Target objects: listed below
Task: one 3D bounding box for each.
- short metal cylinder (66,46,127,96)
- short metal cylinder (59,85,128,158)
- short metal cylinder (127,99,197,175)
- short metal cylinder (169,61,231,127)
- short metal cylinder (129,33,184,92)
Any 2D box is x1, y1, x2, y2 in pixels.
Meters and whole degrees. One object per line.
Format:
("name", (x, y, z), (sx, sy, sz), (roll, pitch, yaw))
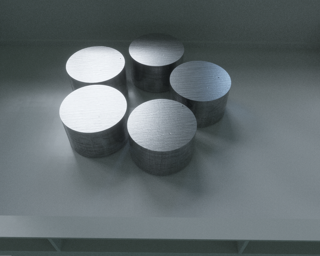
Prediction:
("short metal cylinder", (-0.089, -0.074, 0.447), (0.080, 0.050, 0.080), (0, 50, 0))
("short metal cylinder", (-0.080, -0.009, 0.393), (0.080, 0.050, 0.080), (0, 50, 0))
("short metal cylinder", (0.003, 0.010, 0.377), (0.080, 0.050, 0.080), (0, 50, 0))
("short metal cylinder", (0.053, -0.048, 0.426), (0.080, 0.050, 0.080), (0, 50, 0))
("short metal cylinder", (-0.005, -0.100, 0.470), (0.080, 0.050, 0.080), (0, 50, 0))
